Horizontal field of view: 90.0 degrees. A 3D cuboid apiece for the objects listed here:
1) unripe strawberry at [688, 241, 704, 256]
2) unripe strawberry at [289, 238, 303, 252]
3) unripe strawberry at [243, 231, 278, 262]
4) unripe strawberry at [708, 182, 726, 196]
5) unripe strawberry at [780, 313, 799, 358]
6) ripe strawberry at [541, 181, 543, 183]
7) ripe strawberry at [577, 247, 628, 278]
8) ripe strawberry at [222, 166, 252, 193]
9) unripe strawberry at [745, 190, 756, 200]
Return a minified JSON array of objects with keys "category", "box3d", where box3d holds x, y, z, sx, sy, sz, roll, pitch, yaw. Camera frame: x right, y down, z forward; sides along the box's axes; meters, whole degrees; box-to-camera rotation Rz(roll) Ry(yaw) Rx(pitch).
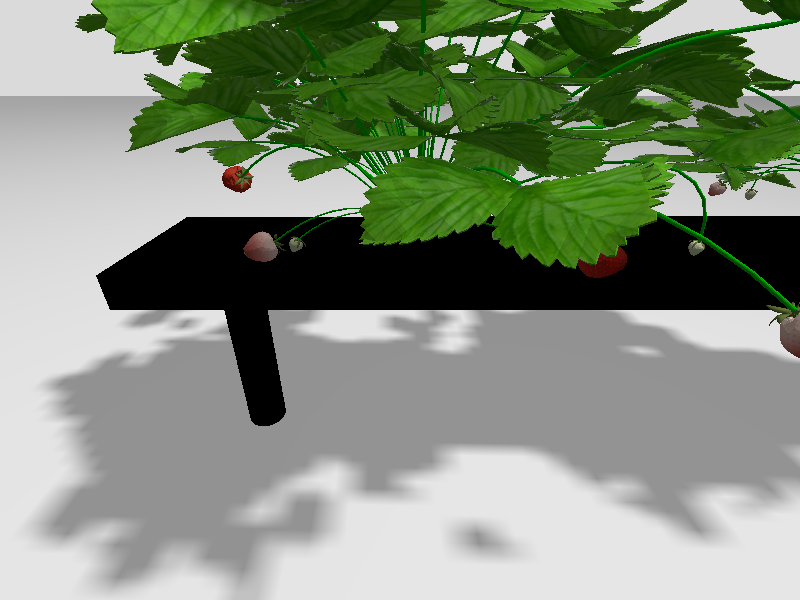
[{"category":"unripe strawberry","box3d":[0.230,-0.040,0.312,0.010,0.011,0.011,7,30,13]},{"category":"unripe strawberry","box3d":[-0.088,-0.046,0.336,0.011,0.011,0.013,29,15,-30]},{"category":"unripe strawberry","box3d":[-0.111,-0.041,0.317,0.025,0.025,0.023,-21,33,-13]},{"category":"unripe strawberry","box3d":[0.394,-0.137,0.498,0.019,0.017,0.017,-13,-26,-23]},{"category":"unripe strawberry","box3d":[0.212,0.018,0.203,0.031,0.031,0.027,-27,-17,-40]},{"category":"ripe strawberry","box3d":[0.168,-0.119,0.452,0.032,0.031,0.030,-18,33,-30]},{"category":"ripe strawberry","box3d":[0.145,-0.031,0.289,0.034,0.029,0.034,18,33,28]},{"category":"ripe strawberry","box3d":[-0.208,-0.153,0.509,0.033,0.032,0.036,1,23,40]},{"category":"unripe strawberry","box3d":[0.412,-0.124,0.472,0.011,0.011,0.010,-13,31,-22]}]
